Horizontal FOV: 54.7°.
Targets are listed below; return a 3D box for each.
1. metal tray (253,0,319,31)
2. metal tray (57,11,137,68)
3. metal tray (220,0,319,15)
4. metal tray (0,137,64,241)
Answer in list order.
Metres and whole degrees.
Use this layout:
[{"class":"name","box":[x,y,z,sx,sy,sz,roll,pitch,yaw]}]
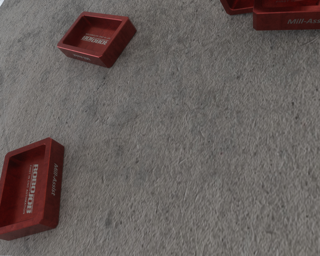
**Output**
[{"class":"metal tray","box":[0.189,-0.168,0.390,0.130,0.030,0.090,5,64,19]},{"class":"metal tray","box":[-0.117,-0.163,0.561,0.130,0.030,0.090,21,73,36]},{"class":"metal tray","box":[0.132,-0.197,0.400,0.130,0.090,0.030,10,66,42]},{"class":"metal tray","box":[-0.188,0.085,0.446,0.090,0.030,0.130,-19,54,17]}]
